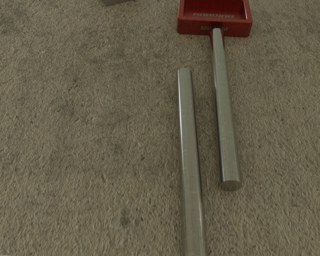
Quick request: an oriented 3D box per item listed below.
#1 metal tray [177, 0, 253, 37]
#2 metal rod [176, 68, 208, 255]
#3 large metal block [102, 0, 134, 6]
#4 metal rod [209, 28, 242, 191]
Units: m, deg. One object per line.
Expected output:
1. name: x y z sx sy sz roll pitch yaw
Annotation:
1. metal tray: 0.100 -0.211 0.578 0.131 0.030 0.090 4 50 2
2. metal rod: 0.035 0.033 0.375 0.025 0.025 0.300 1 50 0
3. large metal block: -0.083 -0.301 0.619 0.081 0.080 0.050 -20 53 -16
4. metal rod: 0.089 -0.049 0.445 0.025 0.025 0.300 3 50 2
